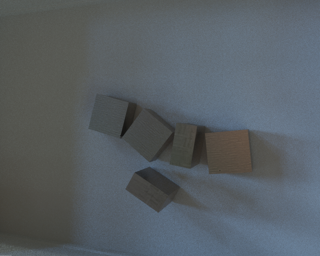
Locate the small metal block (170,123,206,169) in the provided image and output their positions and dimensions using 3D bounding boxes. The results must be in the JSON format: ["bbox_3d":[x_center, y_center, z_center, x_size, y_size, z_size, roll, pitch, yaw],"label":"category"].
[{"bbox_3d":[0.035,0.020,0.382,0.025,0.050,0.050,10,93,19],"label":"small metal block"}]

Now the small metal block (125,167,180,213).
[{"bbox_3d":[-0.008,0.077,0.397,0.050,0.050,0.025,32,101,16],"label":"small metal block"}]

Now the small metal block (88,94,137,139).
[{"bbox_3d":[-0.066,-0.016,0.430,0.050,0.025,0.050,16,95,19],"label":"small metal block"}]

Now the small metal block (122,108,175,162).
[{"bbox_3d":[-0.013,0.009,0.411,0.050,0.025,0.050,40,102,15],"label":"small metal block"}]

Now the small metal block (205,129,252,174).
[{"bbox_3d":[0.085,0.029,0.378,0.050,0.025,0.050,-6,88,19],"label":"small metal block"}]
